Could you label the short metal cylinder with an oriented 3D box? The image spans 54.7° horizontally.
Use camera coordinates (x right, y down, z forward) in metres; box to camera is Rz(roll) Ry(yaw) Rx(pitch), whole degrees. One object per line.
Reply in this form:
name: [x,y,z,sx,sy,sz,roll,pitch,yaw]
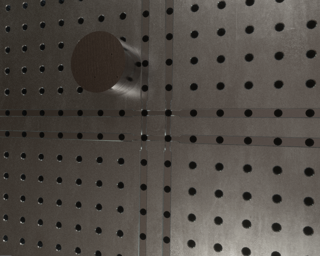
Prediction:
short metal cylinder: [-0.073,-0.086,0.424,0.080,0.050,0.079,0,90,19]
